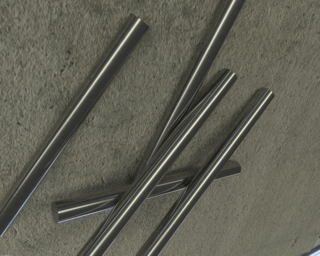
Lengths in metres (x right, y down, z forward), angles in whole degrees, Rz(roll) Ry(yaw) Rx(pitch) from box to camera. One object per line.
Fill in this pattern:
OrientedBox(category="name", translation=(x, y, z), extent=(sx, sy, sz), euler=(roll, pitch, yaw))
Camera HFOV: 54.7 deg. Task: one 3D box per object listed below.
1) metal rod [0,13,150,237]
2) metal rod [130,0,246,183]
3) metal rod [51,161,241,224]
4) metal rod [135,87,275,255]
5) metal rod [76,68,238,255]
OrientedBox(category="metal rod", translation=(-0.110, 0.004, 0.350), extent=(0.025, 0.025, 0.299), euler=(30, 102, -38))
OrientedBox(category="metal rod", translation=(0.026, -0.030, 0.404), extent=(0.025, 0.025, 0.298), euler=(15, 111, -35))
OrientedBox(category="metal rod", translation=(0.005, 0.080, 0.431), extent=(0.303, 0.025, 0.025), euler=(-6, 122, -36))
OrientedBox(category="metal rod", translation=(0.069, 0.062, 0.440), extent=(0.300, 0.025, 0.025), euler=(-51, 130, -10))
OrientedBox(category="metal rod", translation=(0.002, 0.043, 0.383), extent=(0.300, 0.025, 0.025), euler=(-51, 131, -13))
